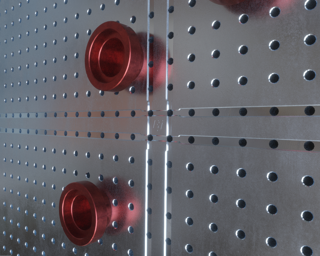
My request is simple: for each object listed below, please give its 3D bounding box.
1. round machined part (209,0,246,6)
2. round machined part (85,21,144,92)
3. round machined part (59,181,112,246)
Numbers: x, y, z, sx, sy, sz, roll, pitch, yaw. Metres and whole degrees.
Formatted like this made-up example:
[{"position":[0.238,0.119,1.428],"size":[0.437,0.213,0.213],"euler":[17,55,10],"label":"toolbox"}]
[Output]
[{"position":[0.082,-0.181,0.331],"size":[0.098,0.042,0.097],"euler":[0,90,40],"label":"round machined part"},{"position":[-0.062,-0.101,0.451],"size":[0.098,0.042,0.097],"euler":[0,90,40],"label":"round machined part"},{"position":[-0.116,0.133,0.495],"size":[0.098,0.042,0.097],"euler":[0,90,40],"label":"round machined part"}]
